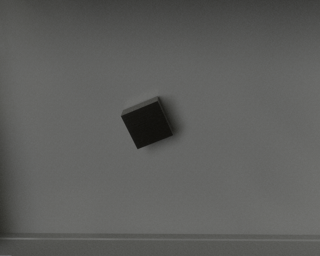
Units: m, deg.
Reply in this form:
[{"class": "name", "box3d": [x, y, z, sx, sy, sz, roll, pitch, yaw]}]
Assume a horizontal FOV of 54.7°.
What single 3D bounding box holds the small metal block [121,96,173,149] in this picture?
[{"class": "small metal block", "box3d": [-0.016, -0.007, 0.405, 0.050, 0.025, 0.050, -22, 109, 7]}]
